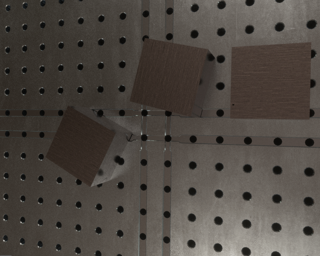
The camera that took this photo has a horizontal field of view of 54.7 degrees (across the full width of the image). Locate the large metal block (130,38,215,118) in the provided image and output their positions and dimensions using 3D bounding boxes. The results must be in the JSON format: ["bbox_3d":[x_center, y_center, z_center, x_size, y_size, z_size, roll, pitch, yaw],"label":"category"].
[{"bbox_3d":[0.017,-0.062,0.393,0.080,0.050,0.079,16,95,19],"label":"large metal block"}]

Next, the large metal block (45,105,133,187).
[{"bbox_3d":[-0.098,0.023,0.433,0.080,0.050,0.080,29,99,17],"label":"large metal block"}]

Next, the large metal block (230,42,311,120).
[{"bbox_3d":[0.125,-0.050,0.355,0.080,0.050,0.079,1,91,19],"label":"large metal block"}]
